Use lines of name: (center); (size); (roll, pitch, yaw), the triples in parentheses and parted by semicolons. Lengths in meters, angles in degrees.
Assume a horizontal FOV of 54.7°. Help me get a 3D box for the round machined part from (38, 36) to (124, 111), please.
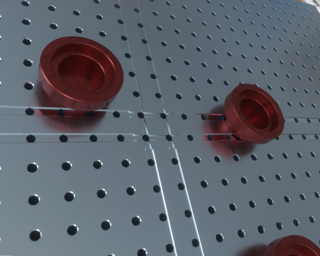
round machined part: (-0.098, -0.062, 0.383); (0.099, 0.042, 0.098); (14, 56, -21)

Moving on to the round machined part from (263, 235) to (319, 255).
round machined part: (0.162, 0.184, 0.374); (0.099, 0.042, 0.098); (14, 56, -21)

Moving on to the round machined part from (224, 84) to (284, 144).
round machined part: (0.142, -0.018, 0.487); (0.099, 0.042, 0.098); (14, 56, -21)
